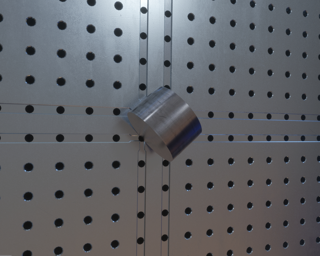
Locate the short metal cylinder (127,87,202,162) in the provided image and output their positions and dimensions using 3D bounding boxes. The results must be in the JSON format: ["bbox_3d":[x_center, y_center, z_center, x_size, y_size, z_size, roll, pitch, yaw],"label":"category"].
[{"bbox_3d":[0.005,-0.005,0.386,0.050,0.080,0.080,-42,104,-15],"label":"short metal cylinder"}]
